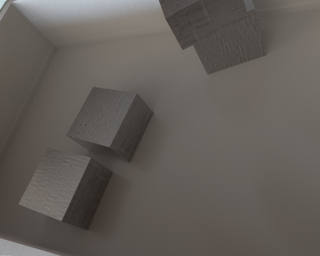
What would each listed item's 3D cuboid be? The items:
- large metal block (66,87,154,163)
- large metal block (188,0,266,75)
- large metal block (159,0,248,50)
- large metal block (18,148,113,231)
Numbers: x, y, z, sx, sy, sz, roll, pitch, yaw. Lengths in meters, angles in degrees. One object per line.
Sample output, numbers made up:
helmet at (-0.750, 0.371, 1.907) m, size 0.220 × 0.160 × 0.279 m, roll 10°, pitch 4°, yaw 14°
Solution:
large metal block at (-0.068, -0.006, 0.429) m, size 0.080 × 0.050 × 0.080 m, roll 12°, pitch 68°, yaw 33°
large metal block at (0.085, -0.124, 0.402) m, size 0.080 × 0.080 × 0.050 m, roll -16°, pitch 55°, yaw 19°
large metal block at (0.044, -0.149, 0.356) m, size 0.080 × 0.050 × 0.080 m, roll -24°, pitch 53°, yaw 13°
large metal block at (-0.122, 0.078, 0.406) m, size 0.080 × 0.050 × 0.080 m, roll 8°, pitch 66°, yaw 31°
